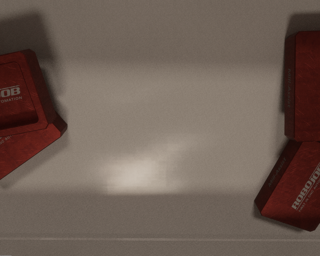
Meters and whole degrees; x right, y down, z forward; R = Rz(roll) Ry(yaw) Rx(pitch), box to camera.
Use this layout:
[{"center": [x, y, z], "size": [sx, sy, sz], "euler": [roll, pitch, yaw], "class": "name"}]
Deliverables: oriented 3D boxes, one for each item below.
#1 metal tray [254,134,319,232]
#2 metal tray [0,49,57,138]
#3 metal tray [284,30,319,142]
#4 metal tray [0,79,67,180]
[{"center": [0.206, 0.077, 0.440], "size": [0.091, 0.030, 0.129], "euler": [20, 109, -8], "class": "metal tray"}, {"center": [-0.200, -0.034, 0.360], "size": [0.131, 0.030, 0.089], "euler": [-11, 109, 3], "class": "metal tray"}, {"center": [0.203, -0.050, 0.377], "size": [0.091, 0.030, 0.129], "euler": [-2, 96, 0], "class": "metal tray"}, {"center": [-0.202, 0.005, 0.408], "size": [0.130, 0.030, 0.090], "euler": [-34, 107, 11], "class": "metal tray"}]
